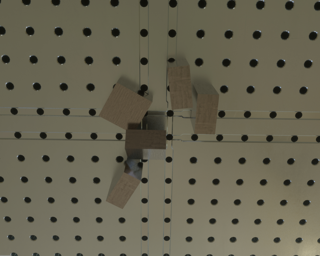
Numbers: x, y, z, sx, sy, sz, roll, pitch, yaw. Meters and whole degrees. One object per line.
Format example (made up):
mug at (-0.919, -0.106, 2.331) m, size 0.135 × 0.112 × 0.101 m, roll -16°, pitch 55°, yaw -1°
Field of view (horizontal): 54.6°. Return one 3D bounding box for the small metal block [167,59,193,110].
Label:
small metal block at (0.024, -0.055, 0.380) m, size 0.025 × 0.050 × 0.050 m, roll -6°, pitch 110°, yaw 2°

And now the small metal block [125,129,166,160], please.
small metal block at (-0.018, 0.023, 0.406) m, size 0.050 × 0.050 × 0.025 m, roll 1°, pitch 69°, yaw -1°

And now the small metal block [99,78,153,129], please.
small metal block at (-0.044, -0.028, 0.403) m, size 0.050 × 0.025 × 0.050 m, roll 29°, pitch 107°, yaw -10°

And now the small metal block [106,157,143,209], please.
small metal block at (-0.048, 0.074, 0.427) m, size 0.025 × 0.050 × 0.050 m, roll 29°, pitch 107°, yaw -10°

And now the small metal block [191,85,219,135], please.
small metal block at (0.055, -0.024, 0.391) m, size 0.025 × 0.050 × 0.050 m, roll 2°, pitch 110°, yaw -1°
